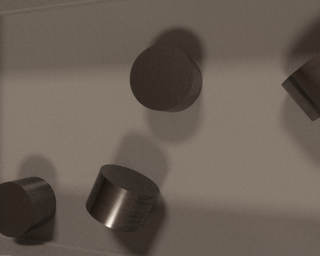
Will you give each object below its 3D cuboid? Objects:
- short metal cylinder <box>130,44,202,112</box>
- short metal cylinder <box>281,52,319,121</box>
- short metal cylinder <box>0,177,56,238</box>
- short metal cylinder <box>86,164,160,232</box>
[{"bbox_3d":[0.009,-0.061,0.393,0.080,0.050,0.079,0,90,19],"label":"short metal cylinder"},{"bbox_3d":[0.176,-0.051,0.320,0.080,0.080,0.050,-39,78,16],"label":"short metal cylinder"},{"bbox_3d":[-0.207,0.117,0.468,0.080,0.050,0.079,0,90,19],"label":"short metal cylinder"},{"bbox_3d":[-0.047,0.088,0.397,0.080,0.080,0.050,26,99,17],"label":"short metal cylinder"}]
